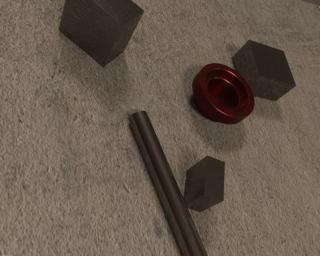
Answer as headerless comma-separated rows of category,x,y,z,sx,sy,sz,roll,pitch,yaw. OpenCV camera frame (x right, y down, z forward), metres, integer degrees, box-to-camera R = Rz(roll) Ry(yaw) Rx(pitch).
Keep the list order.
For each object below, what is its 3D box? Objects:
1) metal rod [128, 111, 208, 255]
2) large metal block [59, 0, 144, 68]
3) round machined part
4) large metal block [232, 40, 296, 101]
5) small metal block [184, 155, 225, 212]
metal rod,0.028,0.114,0.350,0.025,0.025,0.299,-11,67,-33
large metal block,-0.080,-0.143,0.414,0.080,0.080,0.050,40,51,-2
round machined part,0.091,-0.048,0.473,0.099,0.042,0.098,14,56,-21
large metal block,0.183,-0.101,0.550,0.081,0.050,0.080,9,58,-24
small metal block,0.053,0.069,0.376,0.025,0.050,0.050,22,54,-16
